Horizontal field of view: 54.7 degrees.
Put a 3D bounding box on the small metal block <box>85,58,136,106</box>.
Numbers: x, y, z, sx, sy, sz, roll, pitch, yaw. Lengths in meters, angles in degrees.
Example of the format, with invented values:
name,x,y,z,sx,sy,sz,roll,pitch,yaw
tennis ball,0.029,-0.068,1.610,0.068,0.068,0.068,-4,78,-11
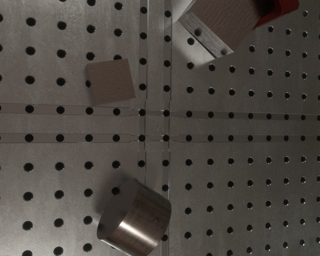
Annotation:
name,x,y,z,sx,sy,sz,roll,pitch,yaw
small metal block,-0.063,-0.057,0.390,0.050,0.025,0.050,-13,95,-20

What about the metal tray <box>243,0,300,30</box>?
name,x,y,z,sx,sy,sz,roll,pitch,yaw
metal tray,0.128,-0.208,0.426,0.030,0.090,0.129,-26,99,-18

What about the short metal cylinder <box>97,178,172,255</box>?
name,x,y,z,sx,sy,sz,roll,pitch,yaw
short metal cylinder,-0.031,0.108,0.373,0.050,0.080,0.080,37,78,-17

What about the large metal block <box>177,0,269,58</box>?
name,x,y,z,sx,sy,sz,roll,pitch,yaw
large metal block,0.085,-0.157,0.426,0.080,0.050,0.080,39,83,-13
